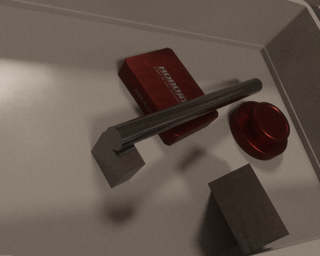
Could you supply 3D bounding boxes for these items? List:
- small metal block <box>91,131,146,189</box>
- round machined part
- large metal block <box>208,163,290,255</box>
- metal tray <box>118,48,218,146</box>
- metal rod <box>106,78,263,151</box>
[{"bbox_3d":[-0.048,0.033,0.345,0.025,0.050,0.050,-22,74,-36],"label":"small metal block"},{"bbox_3d":[0.163,-0.002,0.486,0.099,0.042,0.098,14,56,-21],"label":"round machined part"},{"bbox_3d":[0.100,0.092,0.362,0.050,0.080,0.080,-28,73,6],"label":"large metal block"},{"bbox_3d":[0.012,-0.049,0.440,0.091,0.030,0.130,-25,76,-37],"label":"metal tray"},{"bbox_3d":[0.056,-0.030,0.410,0.302,0.025,0.025,-22,74,-43],"label":"metal rod"}]
